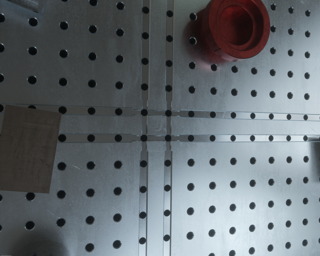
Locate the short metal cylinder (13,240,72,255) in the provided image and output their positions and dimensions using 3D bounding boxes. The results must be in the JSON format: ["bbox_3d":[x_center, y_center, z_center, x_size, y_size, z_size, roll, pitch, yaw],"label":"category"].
[{"bbox_3d":[-0.135,0.176,0.350,0.081,0.050,0.080,0,90,-20],"label":"short metal cylinder"}]

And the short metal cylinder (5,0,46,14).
[{"bbox_3d":[-0.143,-0.171,0.330,0.050,0.080,0.080,18,84,-19],"label":"short metal cylinder"}]

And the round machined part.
[{"bbox_3d":[0.103,-0.143,0.441,0.099,0.042,0.097,0,90,-20],"label":"round machined part"}]

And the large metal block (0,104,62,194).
[{"bbox_3d":[-0.139,0.021,0.332,0.050,0.080,0.080,9,87,-20],"label":"large metal block"}]
